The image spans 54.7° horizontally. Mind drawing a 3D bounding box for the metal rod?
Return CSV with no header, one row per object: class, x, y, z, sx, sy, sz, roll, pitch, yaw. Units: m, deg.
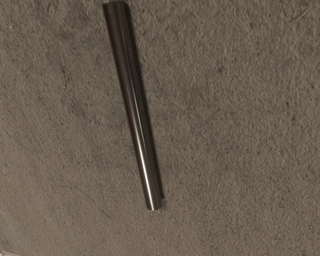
metal rod,-0.031,-0.010,0.415,0.025,0.025,0.298,5,121,25
